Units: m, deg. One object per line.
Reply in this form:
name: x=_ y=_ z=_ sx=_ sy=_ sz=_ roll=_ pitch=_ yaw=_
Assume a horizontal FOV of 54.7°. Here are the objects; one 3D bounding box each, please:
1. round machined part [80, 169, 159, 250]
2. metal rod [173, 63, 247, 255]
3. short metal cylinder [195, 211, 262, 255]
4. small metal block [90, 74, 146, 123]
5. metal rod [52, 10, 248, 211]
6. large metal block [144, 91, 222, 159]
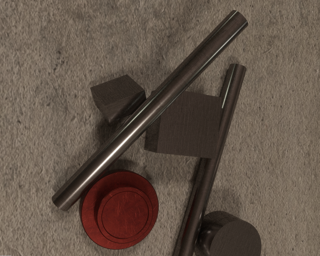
round machined part: x=-0.047 y=0.102 z=0.384 sx=0.099 sy=0.042 sz=0.097 roll=0 pitch=90 yaw=-21
metal rod: x=0.070 y=0.053 z=0.436 sx=0.025 sy=0.025 sz=0.299 roll=20 pitch=83 yaw=-19
short metal cylinder: x=0.092 y=0.162 z=0.432 sx=0.081 sy=0.050 sz=0.079 roll=0 pitch=90 yaw=-21
small metal block: x=-0.050 y=-0.037 z=0.375 sx=0.050 sy=0.050 sz=0.025 roll=-24 pitch=130 yaw=-19
metal rod: x=-0.014 y=-0.018 z=0.360 sx=0.025 sy=0.025 sz=0.300 roll=44 pitch=93 yaw=-15
large metal block: x=0.030 y=-0.005 z=0.408 sx=0.081 sy=0.050 sz=0.080 roll=8 pitch=88 yaw=-20
